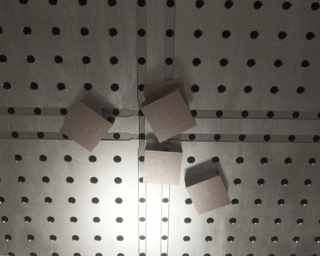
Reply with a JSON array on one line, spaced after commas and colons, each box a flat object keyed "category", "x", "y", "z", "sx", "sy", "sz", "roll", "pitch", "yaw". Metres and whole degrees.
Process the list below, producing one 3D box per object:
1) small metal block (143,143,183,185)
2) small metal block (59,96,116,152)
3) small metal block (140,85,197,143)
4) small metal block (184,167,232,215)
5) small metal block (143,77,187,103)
[{"category": "small metal block", "x": 0.003, "y": 0.050, "z": 0.432, "sx": 0.050, "sy": 0.025, "sz": 0.050, "roll": 4, "pitch": 110, "yaw": -2}, {"category": "small metal block", "x": -0.096, "y": -0.005, "z": 0.410, "sx": 0.050, "sy": 0.025, "sz": 0.050, "roll": 37, "pitch": 106, "yaw": -13}, {"category": "small metal block", "x": 0.011, "y": -0.017, "z": 0.381, "sx": 0.050, "sy": 0.025, "sz": 0.050, "roll": -26, "pitch": 109, "yaw": 8}, {"category": "small metal block", "x": 0.069, "y": 0.091, "z": 0.448, "sx": 0.050, "sy": 0.025, "sz": 0.050, "roll": -22, "pitch": 109, "yaw": 7}, {"category": "small metal block", "x": 0.009, "y": -0.034, "z": 0.401, "sx": 0.050, "sy": 0.025, "sz": 0.050, "roll": -12, "pitch": 110, "yaw": 4}]
